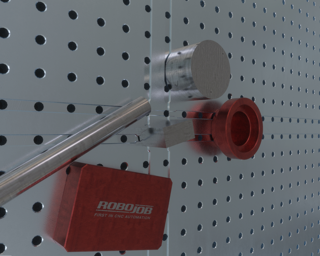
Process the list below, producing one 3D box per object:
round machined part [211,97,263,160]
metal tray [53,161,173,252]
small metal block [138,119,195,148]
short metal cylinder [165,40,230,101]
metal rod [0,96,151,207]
[{"bbox_3d":[0.121,0.001,0.500,0.099,0.042,0.097,0,90,-40],"label":"round machined part"},{"bbox_3d":[-0.049,0.095,0.366,0.131,0.030,0.090,17,79,-39],"label":"metal tray"},{"bbox_3d":[0.008,0.006,0.400,0.050,0.050,0.025,-16,101,-39],"label":"small metal block"},{"bbox_3d":[0.054,-0.079,0.439,0.081,0.050,0.079,0,90,-40],"label":"short metal cylinder"},{"bbox_3d":[-0.123,0.041,0.306,0.302,0.025,0.025,-34,112,-35],"label":"metal rod"}]
